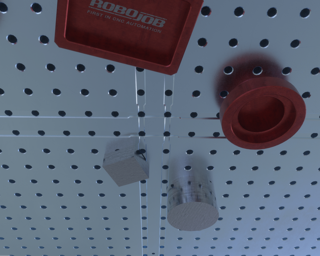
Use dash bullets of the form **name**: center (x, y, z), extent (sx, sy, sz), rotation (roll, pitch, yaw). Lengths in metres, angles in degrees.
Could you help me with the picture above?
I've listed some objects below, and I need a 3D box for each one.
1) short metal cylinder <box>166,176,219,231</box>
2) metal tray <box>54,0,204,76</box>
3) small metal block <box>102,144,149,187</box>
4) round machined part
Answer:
- **short metal cylinder**: center (0.051, 0.123, 0.501), extent (0.081, 0.050, 0.079), rotation (0, 130, 0)
- **metal tray**: center (-0.033, -0.112, 0.312), extent (0.131, 0.030, 0.089), rotation (12, 129, -11)
- **small metal block**: center (-0.049, 0.057, 0.459), extent (0.050, 0.025, 0.050), rotation (-18, 128, 14)
- **round machined part**: center (0.123, -0.022, 0.384), extent (0.099, 0.042, 0.097), rotation (-1, 130, 0)
